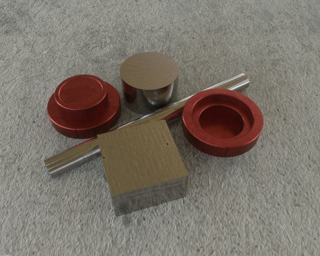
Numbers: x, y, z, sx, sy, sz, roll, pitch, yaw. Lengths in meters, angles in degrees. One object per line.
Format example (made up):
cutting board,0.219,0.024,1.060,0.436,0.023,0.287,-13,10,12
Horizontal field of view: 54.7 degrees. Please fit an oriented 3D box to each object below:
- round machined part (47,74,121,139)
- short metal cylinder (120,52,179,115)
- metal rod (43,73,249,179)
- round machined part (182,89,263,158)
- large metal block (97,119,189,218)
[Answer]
round machined part,-0.104,-0.036,0.422,0.099,0.042,0.098,0,50,0
short metal cylinder,-0.014,-0.064,0.441,0.081,0.050,0.080,0,50,0
metal rod,-0.003,-0.011,0.415,0.302,0.025,0.025,-25,55,-20
round machined part,0.077,-0.002,0.395,0.099,0.042,0.098,0,50,0
large metal block,-0.021,0.044,0.352,0.081,0.050,0.080,-13,51,-11
